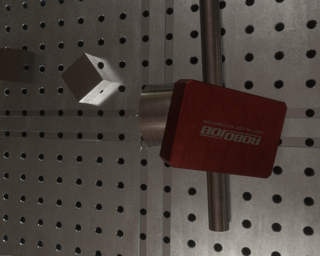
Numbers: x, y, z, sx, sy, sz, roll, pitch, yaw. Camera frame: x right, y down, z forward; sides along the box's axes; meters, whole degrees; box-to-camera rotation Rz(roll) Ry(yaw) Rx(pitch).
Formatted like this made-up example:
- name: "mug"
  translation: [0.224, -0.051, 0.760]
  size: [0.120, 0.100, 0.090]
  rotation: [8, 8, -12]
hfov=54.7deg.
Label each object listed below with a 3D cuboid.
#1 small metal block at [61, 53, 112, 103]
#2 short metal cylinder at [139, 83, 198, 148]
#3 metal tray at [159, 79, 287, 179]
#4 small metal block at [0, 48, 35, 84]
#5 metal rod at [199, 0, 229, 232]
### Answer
- name: "small metal block"
  translation: [-0.107, -0.071, 0.449]
  size: [0.050, 0.025, 0.050]
  rotation: [-39, 78, 15]
- name: "short metal cylinder"
  translation: [0.013, -0.015, 0.378]
  size: [0.050, 0.080, 0.079]
  rotation: [-2, 90, 20]
- name: "metal tray"
  translation: [0.072, 0.003, 0.342]
  size: [0.131, 0.030, 0.089]
  rotation: [10, 95, -23]
- name: "small metal block"
  translation: [-0.230, -0.098, 0.492]
  size: [0.050, 0.025, 0.050]
  rotation: [8, 93, 19]
- name: "metal rod"
  translation: [0.068, -0.024, 0.388]
  size: [0.025, 0.025, 0.298]
  rotation: [-3, 89, 19]
